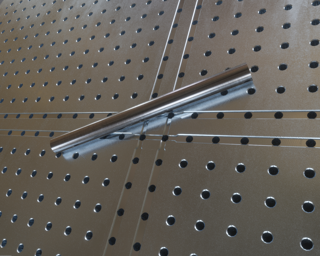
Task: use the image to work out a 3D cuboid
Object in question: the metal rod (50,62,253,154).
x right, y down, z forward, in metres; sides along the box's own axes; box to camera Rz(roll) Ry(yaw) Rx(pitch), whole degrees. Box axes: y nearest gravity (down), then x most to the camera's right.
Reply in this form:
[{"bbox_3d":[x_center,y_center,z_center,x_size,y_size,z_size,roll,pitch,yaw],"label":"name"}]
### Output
[{"bbox_3d":[-0.023,-0.022,0.432,0.301,0.025,0.025,-20,54,16],"label":"metal rod"}]
